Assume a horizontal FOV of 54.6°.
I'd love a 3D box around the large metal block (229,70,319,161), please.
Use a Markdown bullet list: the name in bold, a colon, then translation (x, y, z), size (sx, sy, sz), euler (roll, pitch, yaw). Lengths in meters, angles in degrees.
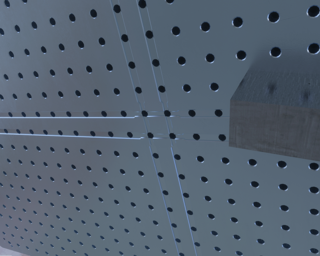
- **large metal block**: translation (0.118, -0.017, 0.303), size (0.080, 0.080, 0.050), euler (9, 122, 23)
